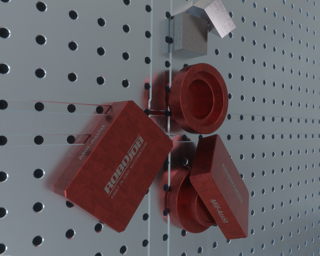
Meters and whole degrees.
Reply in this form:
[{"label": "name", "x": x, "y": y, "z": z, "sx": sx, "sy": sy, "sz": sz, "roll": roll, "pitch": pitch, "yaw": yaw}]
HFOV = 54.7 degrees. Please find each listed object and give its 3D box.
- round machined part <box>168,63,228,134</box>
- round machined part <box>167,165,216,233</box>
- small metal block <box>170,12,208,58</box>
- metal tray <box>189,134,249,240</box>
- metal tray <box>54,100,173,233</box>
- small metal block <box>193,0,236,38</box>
[{"label": "round machined part", "x": 0.050, "y": -0.040, "z": 0.439, "sx": 0.099, "sy": 0.042, "sz": 0.097, "roll": 0, "pitch": 90, "yaw": -40}, {"label": "round machined part", "x": 0.060, "y": 0.103, "z": 0.449, "sx": 0.099, "sy": 0.042, "sz": 0.097, "roll": 0, "pitch": 90, "yaw": -40}, {"label": "small metal block", "x": 0.042, "y": -0.132, "z": 0.444, "sx": 0.050, "sy": 0.025, "sz": 0.050, "roll": 1, "pitch": 89, "yaw": -40}, {"label": "metal tray", "x": 0.091, "y": 0.085, "z": 0.448, "sx": 0.130, "sy": 0.030, "sz": 0.090, "roll": 58, "pitch": 31, "yaw": -25}, {"label": "metal tray", "x": -0.048, "y": 0.043, "z": 0.366, "sx": 0.090, "sy": 0.030, "sz": 0.130, "roll": 46, "pitch": 62, "yaw": -30}, {"label": "small metal block", "x": 0.079, "y": -0.165, "z": 0.455, "sx": 0.025, "sy": 0.050, "sz": 0.050, "roll": -38, "pitch": 119, "yaw": 7}]
